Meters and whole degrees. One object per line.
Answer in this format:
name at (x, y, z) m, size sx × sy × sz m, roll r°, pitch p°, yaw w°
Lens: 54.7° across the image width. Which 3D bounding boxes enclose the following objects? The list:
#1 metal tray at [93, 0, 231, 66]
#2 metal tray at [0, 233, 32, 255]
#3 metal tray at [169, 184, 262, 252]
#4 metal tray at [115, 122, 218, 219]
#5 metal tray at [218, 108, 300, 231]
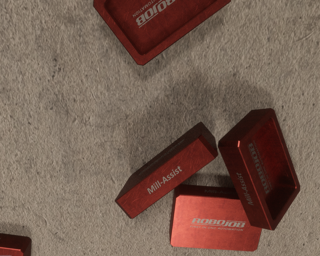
metal tray at (0.003, -0.145, 0.353) m, size 0.130 × 0.030 × 0.090 m, roll -34°, pitch 107°, yaw 11°
metal tray at (-0.272, 0.206, 0.479) m, size 0.131 × 0.030 × 0.089 m, roll 9°, pitch 110°, yaw -4°
metal tray at (0.083, 0.133, 0.458) m, size 0.131 × 0.030 × 0.089 m, roll 5°, pitch 110°, yaw -2°
metal tray at (0.010, 0.050, 0.391) m, size 0.130 × 0.090 × 0.030 m, roll -39°, pitch 94°, yaw 13°
metal tray at (0.131, 0.051, 0.396) m, size 0.091 × 0.030 × 0.129 m, roll -37°, pitch 110°, yaw -35°
